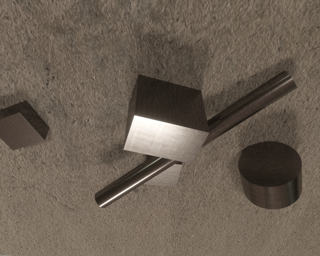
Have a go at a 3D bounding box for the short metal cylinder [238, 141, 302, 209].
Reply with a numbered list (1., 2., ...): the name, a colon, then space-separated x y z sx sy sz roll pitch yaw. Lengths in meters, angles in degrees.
1. short metal cylinder: 0.153 0.064 0.428 0.080 0.080 0.050 -13 129 10

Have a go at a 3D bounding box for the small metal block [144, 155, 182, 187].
1. small metal block: 0.003 0.060 0.458 0.050 0.025 0.050 6 130 -6

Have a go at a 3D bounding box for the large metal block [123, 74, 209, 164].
1. large metal block: 0.006 -0.011 0.362 0.081 0.080 0.050 13 129 -11

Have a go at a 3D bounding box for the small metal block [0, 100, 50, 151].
1. small metal block: -0.183 -0.002 0.403 0.050 0.025 0.050 -17 128 14

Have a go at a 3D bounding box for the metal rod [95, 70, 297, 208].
1. metal rod: 0.034 0.023 0.404 0.300 0.025 0.025 -34 123 16
